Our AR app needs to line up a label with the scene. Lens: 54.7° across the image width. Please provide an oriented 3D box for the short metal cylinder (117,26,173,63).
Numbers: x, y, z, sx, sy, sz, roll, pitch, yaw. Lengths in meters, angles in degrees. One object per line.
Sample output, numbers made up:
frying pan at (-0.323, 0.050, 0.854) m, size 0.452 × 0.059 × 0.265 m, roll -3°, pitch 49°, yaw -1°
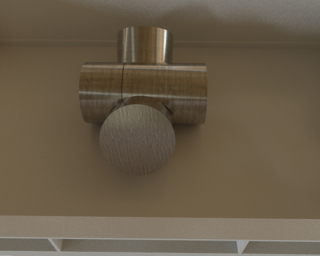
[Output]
short metal cylinder at (-0.021, -0.109, 0.449) m, size 0.080 × 0.080 × 0.050 m, roll 1°, pitch 88°, yaw 1°

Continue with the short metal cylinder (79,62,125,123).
short metal cylinder at (-0.070, -0.046, 0.405) m, size 0.050 × 0.080 × 0.080 m, roll 1°, pitch 50°, yaw 1°

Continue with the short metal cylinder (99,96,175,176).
short metal cylinder at (-0.024, 0.007, 0.352) m, size 0.080 × 0.079 × 0.050 m, roll 0°, pitch 16°, yaw 0°

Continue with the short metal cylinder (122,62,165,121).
short metal cylinder at (-0.019, -0.045, 0.405) m, size 0.050 × 0.080 × 0.080 m, roll 1°, pitch 50°, yaw 1°

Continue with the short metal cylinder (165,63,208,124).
short metal cylinder at (0.032, -0.045, 0.405) m, size 0.050 × 0.080 × 0.080 m, roll 1°, pitch 50°, yaw 1°
